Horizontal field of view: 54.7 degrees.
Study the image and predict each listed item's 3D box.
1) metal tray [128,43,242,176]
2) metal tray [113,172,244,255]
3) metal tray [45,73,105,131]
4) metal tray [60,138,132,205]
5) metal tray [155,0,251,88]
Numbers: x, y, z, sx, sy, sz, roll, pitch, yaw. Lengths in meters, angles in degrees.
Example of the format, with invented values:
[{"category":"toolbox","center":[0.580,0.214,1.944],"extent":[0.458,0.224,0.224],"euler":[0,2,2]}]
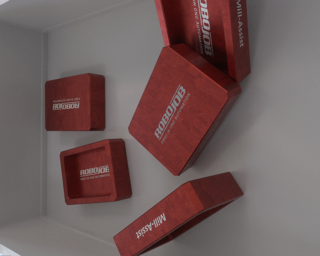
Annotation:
[{"category":"metal tray","center":[0.021,-0.018,0.356],"extent":[0.090,0.030,0.129],"euler":[42,129,19]},{"category":"metal tray","center":[0.020,0.099,0.348],"extent":[0.129,0.091,0.030],"euler":[-44,64,31]},{"category":"metal tray","center":[-0.147,-0.040,0.525],"extent":[0.130,0.030,0.089],"euler":[-1,90,40]},{"category":"metal tray","center":[-0.106,0.072,0.490],"extent":[0.130,0.030,0.090],"euler":[-15,81,39]},{"category":"metal tray","center":[0.043,-0.111,0.323],"extent":[0.090,0.030,0.129],"euler":[17,136,38]}]
